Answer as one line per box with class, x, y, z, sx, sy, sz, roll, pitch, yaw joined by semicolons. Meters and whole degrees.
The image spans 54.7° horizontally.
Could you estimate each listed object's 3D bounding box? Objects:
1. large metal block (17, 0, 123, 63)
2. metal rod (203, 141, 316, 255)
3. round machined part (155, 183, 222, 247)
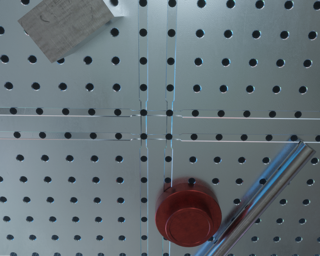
large metal block;-0.092;-0.120;0.339;0.080;0.080;0.050;-33;107;11
metal rod;0.124;0.144;0.467;0.025;0.025;0.299;30;107;-11
round machined part;0.042;0.134;0.454;0.099;0.042;0.097;0;110;0
